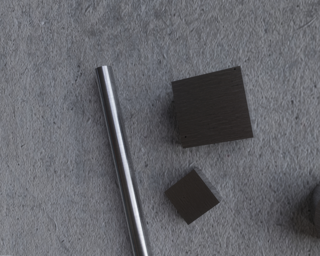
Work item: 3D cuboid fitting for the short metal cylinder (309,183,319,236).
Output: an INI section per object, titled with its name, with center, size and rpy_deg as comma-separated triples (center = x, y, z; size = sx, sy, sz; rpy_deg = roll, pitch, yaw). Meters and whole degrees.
[short metal cylinder]
center = 0.203, 0.091, 0.324
size = 0.080, 0.050, 0.079
rpy_deg = 0, 90, 20

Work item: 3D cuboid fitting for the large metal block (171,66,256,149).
[large metal block]
center = 0.066, -0.022, 0.372
size = 0.080, 0.050, 0.080
rpy_deg = -11, 87, 19

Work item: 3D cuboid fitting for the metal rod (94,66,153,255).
[metal rod]
center = -0.047, 0.061, 0.425
size = 0.025, 0.025, 0.298
rpy_deg = -14, 85, 19

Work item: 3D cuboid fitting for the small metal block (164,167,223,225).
[small metal block]
center = 0.043, 0.085, 0.394
size = 0.050, 0.025, 0.050
rpy_deg = -41, 77, 15
